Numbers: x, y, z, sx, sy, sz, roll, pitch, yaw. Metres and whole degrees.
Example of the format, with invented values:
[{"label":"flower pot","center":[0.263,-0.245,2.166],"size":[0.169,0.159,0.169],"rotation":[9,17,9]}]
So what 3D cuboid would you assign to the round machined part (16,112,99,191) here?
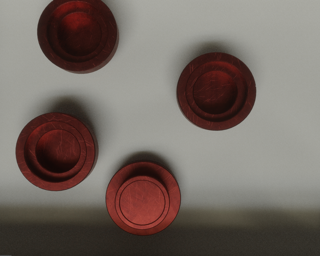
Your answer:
[{"label":"round machined part","center":[-0.129,0.029,0.402],"size":[0.099,0.042,0.097],"rotation":[0,90,0]}]

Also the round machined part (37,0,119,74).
[{"label":"round machined part","center":[-0.102,-0.119,0.402],"size":[0.099,0.042,0.097],"rotation":[0,90,0]}]

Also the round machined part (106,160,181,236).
[{"label":"round machined part","center":[-0.022,0.092,0.403],"size":[0.099,0.042,0.097],"rotation":[0,90,0]}]

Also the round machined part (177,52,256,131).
[{"label":"round machined part","center":[0.070,-0.045,0.403],"size":[0.099,0.042,0.097],"rotation":[0,90,0]}]
